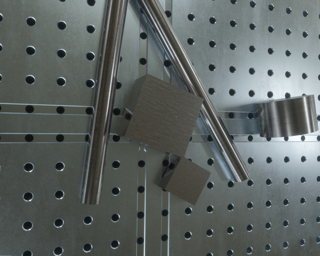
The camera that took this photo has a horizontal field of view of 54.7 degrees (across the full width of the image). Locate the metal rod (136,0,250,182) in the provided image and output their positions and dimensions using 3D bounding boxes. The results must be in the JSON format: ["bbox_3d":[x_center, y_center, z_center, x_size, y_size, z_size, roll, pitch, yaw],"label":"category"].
[{"bbox_3d":[0.049,-0.054,0.431,0.025,0.025,0.299,-33,101,-17],"label":"metal rod"}]

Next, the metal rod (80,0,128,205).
[{"bbox_3d":[-0.067,-0.056,0.388,0.025,0.025,0.298,8,87,-20],"label":"metal rod"}]

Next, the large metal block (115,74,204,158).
[{"bbox_3d":[-0.001,-0.014,0.400,0.080,0.050,0.080,22,83,-19],"label":"large metal block"}]

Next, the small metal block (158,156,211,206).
[{"bbox_3d":[0.034,0.071,0.427,0.050,0.025,0.050,32,80,-18],"label":"small metal block"}]

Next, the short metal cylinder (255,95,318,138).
[{"bbox_3d":[0.185,-0.018,0.453,0.081,0.080,0.050,-11,94,-20],"label":"short metal cylinder"}]
